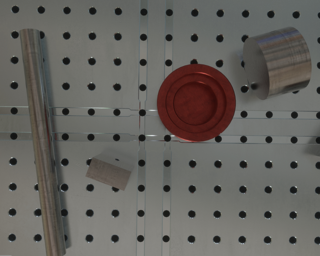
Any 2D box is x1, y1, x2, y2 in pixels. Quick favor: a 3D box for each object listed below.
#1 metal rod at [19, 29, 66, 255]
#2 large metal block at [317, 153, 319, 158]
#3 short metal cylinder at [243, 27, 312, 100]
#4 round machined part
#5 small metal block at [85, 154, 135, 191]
[{"bbox_3d":[-0.155,0.020,0.411,0.025,0.025,0.298,-7,90,0],"label":"metal rod"},{"bbox_3d":[0.274,0.031,0.405,0.080,0.050,0.080,36,90,-1],"label":"large metal block"},{"bbox_3d":[0.143,-0.080,0.388,0.050,0.080,0.080,-16,90,0],"label":"short metal cylinder"},{"bbox_3d":[0.045,-0.031,0.406,0.099,0.042,0.097,0,90,-1],"label":"round machined part"},{"bbox_3d":[-0.063,0.056,0.400,0.050,0.050,0.025,21,90,-1],"label":"small metal block"}]
